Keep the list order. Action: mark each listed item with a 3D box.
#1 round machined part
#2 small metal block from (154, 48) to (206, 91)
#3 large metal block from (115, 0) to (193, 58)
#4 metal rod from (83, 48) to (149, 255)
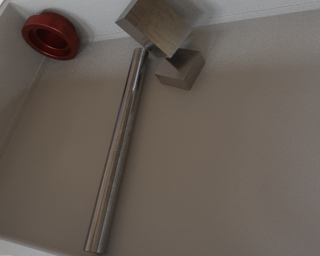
[{"bbox_3d":[-0.192,-0.169,0.560,0.098,0.098,0.042,0,63,28],"label":"round machined part"},{"bbox_3d":[0.029,-0.085,0.442,0.050,0.025,0.050,19,72,35],"label":"small metal block"},{"bbox_3d":[-0.011,-0.146,0.442,0.050,0.080,0.080,-53,22,1],"label":"large metal block"},{"bbox_3d":[-0.053,0.012,0.424,0.025,0.025,0.299,-4,60,26],"label":"metal rod"}]
